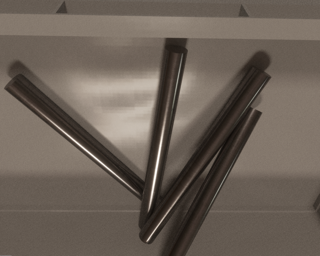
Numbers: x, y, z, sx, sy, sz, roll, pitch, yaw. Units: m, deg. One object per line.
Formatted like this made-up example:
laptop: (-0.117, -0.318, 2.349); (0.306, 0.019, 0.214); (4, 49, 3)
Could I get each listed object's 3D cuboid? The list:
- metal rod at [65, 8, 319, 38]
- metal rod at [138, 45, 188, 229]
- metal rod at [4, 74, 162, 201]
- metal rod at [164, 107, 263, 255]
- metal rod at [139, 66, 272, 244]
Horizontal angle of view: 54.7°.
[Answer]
metal rod: (0.058, -0.107, 0.318); (0.302, 0.025, 0.025); (1, 130, -1)
metal rod: (-0.002, 0.036, 0.420); (0.025, 0.025, 0.298); (6, 124, -5)
metal rod: (-0.086, 0.039, 0.440); (0.025, 0.025, 0.300); (-28, 125, 21)
metal rod: (0.055, 0.107, 0.418); (0.025, 0.025, 0.298); (22, 100, -18)
metal rod: (0.048, 0.052, 0.417); (0.025, 0.025, 0.298); (22, 116, -18)
